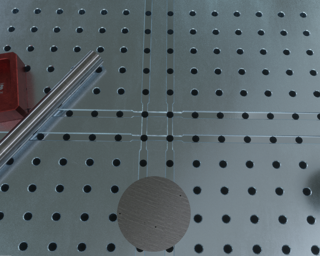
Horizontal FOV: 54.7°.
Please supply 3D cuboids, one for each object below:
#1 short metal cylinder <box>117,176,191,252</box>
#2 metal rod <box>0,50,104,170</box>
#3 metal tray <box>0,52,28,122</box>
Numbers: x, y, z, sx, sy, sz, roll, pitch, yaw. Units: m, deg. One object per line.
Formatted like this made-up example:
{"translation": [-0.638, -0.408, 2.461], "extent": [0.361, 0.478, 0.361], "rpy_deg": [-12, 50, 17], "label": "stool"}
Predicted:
{"translation": [-0.007, 0.101, 0.361], "extent": [0.081, 0.050, 0.080], "rpy_deg": [0, 70, 0], "label": "short metal cylinder"}
{"translation": [-0.183, 0.009, 0.407], "extent": [0.025, 0.025, 0.300], "rpy_deg": [36, 74, 12], "label": "metal rod"}
{"translation": [-0.255, -0.049, 0.425], "extent": [0.131, 0.030, 0.090], "rpy_deg": [-10, 70, -4], "label": "metal tray"}
